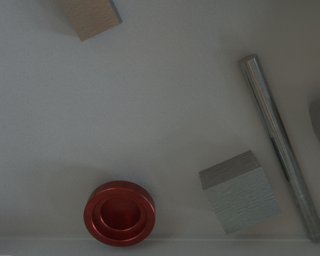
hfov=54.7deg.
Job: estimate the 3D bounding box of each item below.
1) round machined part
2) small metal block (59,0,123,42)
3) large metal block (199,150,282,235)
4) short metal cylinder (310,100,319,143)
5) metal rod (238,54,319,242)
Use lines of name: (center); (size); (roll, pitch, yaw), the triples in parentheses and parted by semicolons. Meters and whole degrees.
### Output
round machined part: (-0.056, 0.117, 0.445); (0.099, 0.042, 0.097); (0, 110, -1)
small metal block: (-0.078, -0.135, 0.358); (0.050, 0.025, 0.050); (-22, 112, 10)
large metal block: (0.110, 0.090, 0.433); (0.080, 0.050, 0.080); (-25, 109, 8)
short metal cylinder: (0.231, -0.005, 0.384); (0.050, 0.080, 0.080); (-20, 109, 7)
metal rod: (0.174, 0.040, 0.428); (0.025, 0.025, 0.299); (-25, 109, 8)
